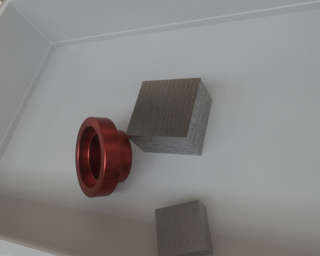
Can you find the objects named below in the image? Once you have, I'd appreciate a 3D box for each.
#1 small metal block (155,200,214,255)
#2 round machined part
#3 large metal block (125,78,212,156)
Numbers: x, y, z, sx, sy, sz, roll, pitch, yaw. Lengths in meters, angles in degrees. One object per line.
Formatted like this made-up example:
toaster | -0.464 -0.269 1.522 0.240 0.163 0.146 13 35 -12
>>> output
small metal block | 0.024 0.108 0.326 0.050 0.025 0.050 -17 55 17
round machined part | -0.069 0.035 0.387 0.098 0.042 0.097 -4 85 56
large metal block | 0.014 -0.014 0.390 0.080 0.050 0.080 1 62 28
